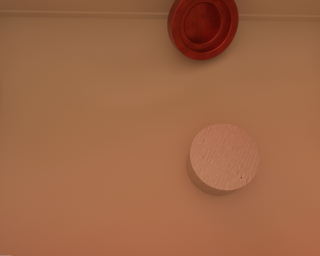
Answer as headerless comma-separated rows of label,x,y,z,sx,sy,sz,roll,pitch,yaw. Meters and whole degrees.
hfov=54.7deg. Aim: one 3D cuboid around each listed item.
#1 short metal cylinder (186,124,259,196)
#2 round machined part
short metal cylinder,0.075,0.040,0.383,0.081,0.050,0.080,0,70,0
round machined part,0.057,-0.149,0.437,0.099,0.097,0.042,-21,33,-8
